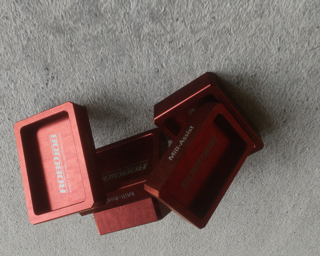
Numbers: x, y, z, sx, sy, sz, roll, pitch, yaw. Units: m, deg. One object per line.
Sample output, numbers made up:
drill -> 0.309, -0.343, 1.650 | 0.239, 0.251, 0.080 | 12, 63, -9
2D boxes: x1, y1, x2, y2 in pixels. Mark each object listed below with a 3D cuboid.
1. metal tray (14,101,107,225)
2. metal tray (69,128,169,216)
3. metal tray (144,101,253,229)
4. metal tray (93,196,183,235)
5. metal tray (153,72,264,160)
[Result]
metal tray -> -0.124, 0.043, 0.381 | 0.090, 0.129, 0.030 | -19, 166, 15
metal tray -> -0.053, 0.057, 0.414 | 0.130, 0.090, 0.030 | -19, 128, 15
metal tray -> 0.051, 0.043, 0.373 | 0.090, 0.030, 0.130 | 45, 72, -31
metal tray -> -0.024, 0.112, 0.447 | 0.090, 0.030, 0.130 | -19, 173, 15
metal tray -> 0.065, -0.001, 0.406 | 0.090, 0.030, 0.130 | -31, 124, 23
